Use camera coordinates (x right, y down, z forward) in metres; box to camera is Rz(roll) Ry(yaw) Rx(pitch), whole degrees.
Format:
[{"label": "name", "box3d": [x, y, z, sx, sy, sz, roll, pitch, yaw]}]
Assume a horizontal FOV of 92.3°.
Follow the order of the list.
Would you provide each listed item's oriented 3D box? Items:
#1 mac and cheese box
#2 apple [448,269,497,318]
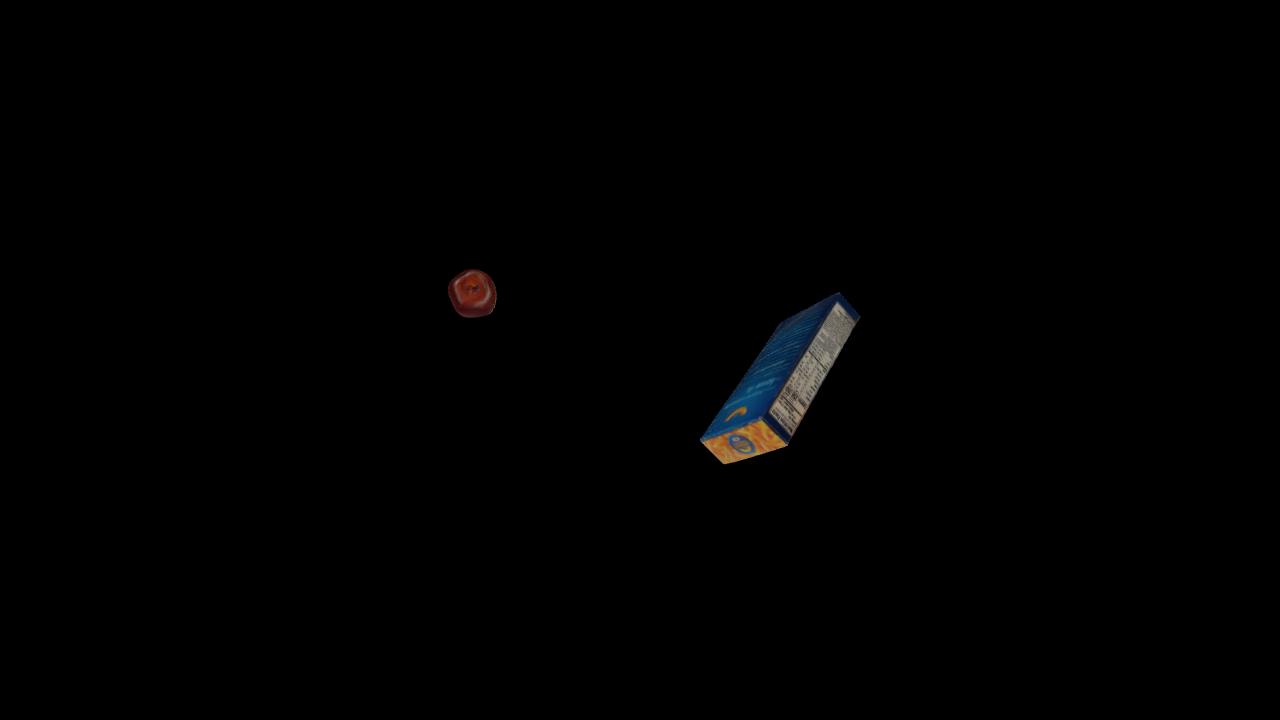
[{"label": "mac and cheese box", "box3d": [0.138, 0.016, 0.593, 0.184, 0.041, 0.093, -50, 11, -33]}, {"label": "apple", "box3d": [-0.268, -0.105, 0.991, 0.079, 0.079, 0.093, 0, -8, -18]}]
